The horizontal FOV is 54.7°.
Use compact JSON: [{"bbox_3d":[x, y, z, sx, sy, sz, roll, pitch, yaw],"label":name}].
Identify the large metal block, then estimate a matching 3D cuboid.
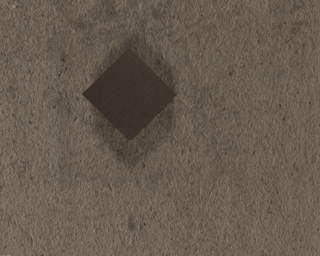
[{"bbox_3d":[-0.037,-0.041,0.397,0.080,0.050,0.080,45,90,-1],"label":"large metal block"}]
